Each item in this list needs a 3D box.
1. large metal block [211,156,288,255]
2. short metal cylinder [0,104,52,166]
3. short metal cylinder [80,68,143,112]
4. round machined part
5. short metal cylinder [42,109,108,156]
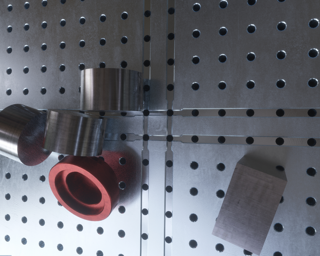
[{"bbox_3d":[0.102,0.081,0.347,0.050,0.080,0.080,20,97,19],"label":"large metal block"},{"bbox_3d":[-0.195,0.010,0.452,0.050,0.080,0.080,18,96,19],"label":"short metal cylinder"},{"bbox_3d":[-0.062,-0.046,0.405,0.080,0.080,0.050,1,91,20],"label":"short metal cylinder"},{"bbox_3d":[-0.098,0.076,0.424,0.098,0.042,0.097,12,123,19],"label":"round machined part"},{"bbox_3d":[-0.116,0.005,0.424,0.080,0.080,0.050,11,94,19],"label":"short metal cylinder"}]
